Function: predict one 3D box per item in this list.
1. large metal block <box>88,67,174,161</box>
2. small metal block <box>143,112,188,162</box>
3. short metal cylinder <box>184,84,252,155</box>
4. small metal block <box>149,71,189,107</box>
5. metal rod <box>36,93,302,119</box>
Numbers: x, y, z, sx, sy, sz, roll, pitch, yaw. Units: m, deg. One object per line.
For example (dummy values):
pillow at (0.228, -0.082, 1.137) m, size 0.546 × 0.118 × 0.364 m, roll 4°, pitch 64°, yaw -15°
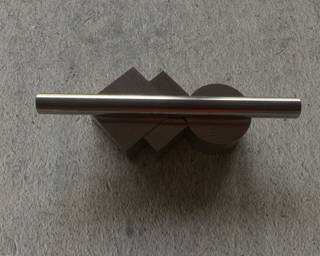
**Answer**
large metal block at (-0.037, -0.018, 0.401) m, size 0.080 × 0.050 × 0.080 m, roll -40°, pitch 75°, yaw -13°
small metal block at (0.007, 0.012, 0.393) m, size 0.050 × 0.050 × 0.025 m, roll -40°, pitch 75°, yaw -13°
short metal cylinder at (0.071, -0.010, 0.400) m, size 0.081 × 0.050 × 0.080 m, roll 0°, pitch 70°, yaw 0°
small metal block at (0.012, -0.040, 0.411) m, size 0.025 × 0.050 × 0.050 m, roll -41°, pitch 76°, yaw -13°
metal rod at (0.010, -0.026, 0.364) m, size 0.302 × 0.025 × 0.025 m, roll 1°, pitch 70°, yaw 0°
